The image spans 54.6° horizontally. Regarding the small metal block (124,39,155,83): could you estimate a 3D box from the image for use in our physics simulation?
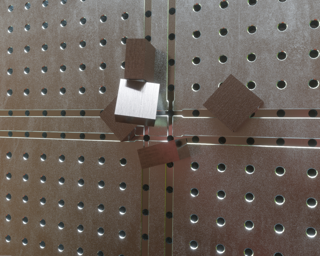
[{"bbox_3d":[-0.025,-0.086,0.407,0.025,0.050,0.050,3,91,13],"label":"small metal block"}]

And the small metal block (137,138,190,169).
[{"bbox_3d":[0.006,0.032,0.398,0.050,0.050,0.025,-16,85,19],"label":"small metal block"}]

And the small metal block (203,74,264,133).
[{"bbox_3d":[0.090,-0.030,0.381,0.050,0.025,0.050,45,104,14],"label":"small metal block"}]

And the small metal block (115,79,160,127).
[{"bbox_3d":[-0.029,-0.032,0.399,0.050,0.025,0.050,7,68,-3],"label":"small metal block"}]

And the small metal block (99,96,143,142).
[{"bbox_3d":[-0.047,-0.016,0.430,0.050,0.025,0.050,-45,76,14],"label":"small metal block"}]
